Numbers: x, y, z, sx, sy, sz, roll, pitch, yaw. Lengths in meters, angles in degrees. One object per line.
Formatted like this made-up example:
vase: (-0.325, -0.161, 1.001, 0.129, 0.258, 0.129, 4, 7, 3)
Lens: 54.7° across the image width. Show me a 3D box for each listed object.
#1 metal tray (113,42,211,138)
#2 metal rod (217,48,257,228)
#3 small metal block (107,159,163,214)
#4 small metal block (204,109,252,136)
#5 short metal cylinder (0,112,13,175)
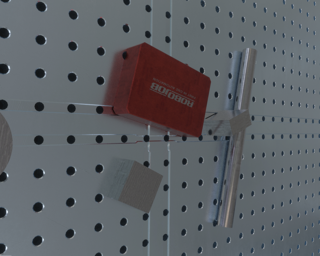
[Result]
metal tray: (0.009, -0.045, 0.413, 0.131, 0.030, 0.090, 19, 78, -38)
metal rod: (0.130, 0.011, 0.517, 0.025, 0.025, 0.299, 17, 79, -39)
small metal block: (-0.030, 0.072, 0.384, 0.050, 0.025, 0.050, 34, 69, -35)
small metal block: (0.104, -0.008, 0.480, 0.050, 0.050, 0.025, -26, 107, -37)
short metal cylinder: (-0.170, 0.013, 0.251, 0.081, 0.050, 0.080, 0, 90, -40)
